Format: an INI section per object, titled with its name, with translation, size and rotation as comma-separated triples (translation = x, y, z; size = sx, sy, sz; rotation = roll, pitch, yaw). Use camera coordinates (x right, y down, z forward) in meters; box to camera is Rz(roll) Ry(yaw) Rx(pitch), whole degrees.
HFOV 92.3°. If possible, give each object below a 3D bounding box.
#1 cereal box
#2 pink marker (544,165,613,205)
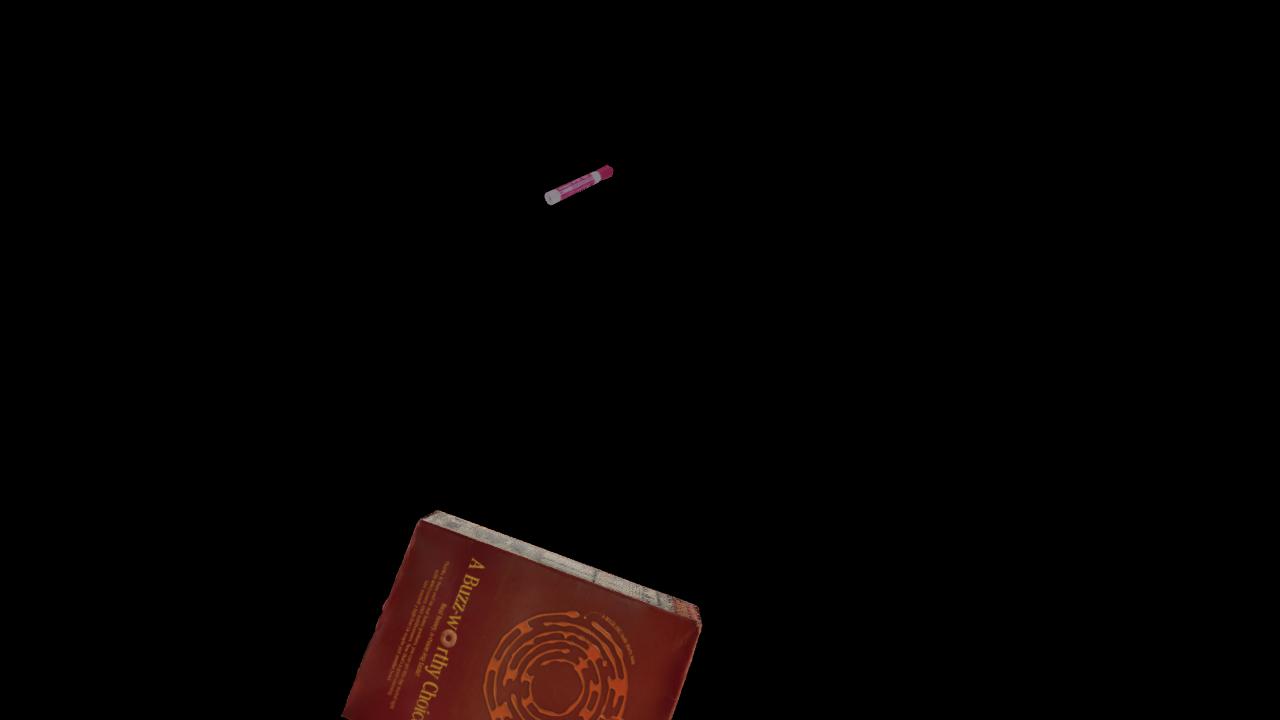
[cereal box]
translation = -0.112, 0.304, 0.626
size = 0.306, 0.203, 0.081
rotation = 19, -6, 1
[pink marker]
translation = -0.085, -0.254, 0.886
size = 0.121, 0.020, 0.020
rotation = -35, 20, -30
